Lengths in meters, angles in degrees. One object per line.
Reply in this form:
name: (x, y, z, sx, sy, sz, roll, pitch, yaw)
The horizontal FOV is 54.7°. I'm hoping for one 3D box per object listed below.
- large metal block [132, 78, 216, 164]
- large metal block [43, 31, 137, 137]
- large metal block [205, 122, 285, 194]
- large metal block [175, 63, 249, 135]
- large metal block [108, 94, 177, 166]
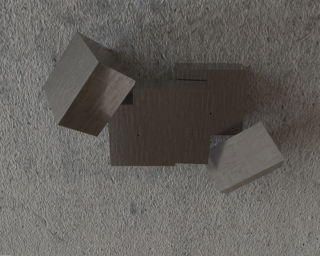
large metal block: (0.012, -0.008, 0.339, 0.081, 0.050, 0.079, 2, 110, -1)
large metal block: (-0.084, -0.050, 0.355, 0.050, 0.080, 0.080, 22, 112, -43)
large metal block: (0.105, 0.042, 0.392, 0.080, 0.080, 0.050, -29, 70, 10)
large metal block: (0.059, -0.037, 0.385, 0.081, 0.050, 0.079, 0, 110, -1)
large metal block: (-0.021, 0.002, 0.396, 0.081, 0.050, 0.079, 0, 110, -1)
